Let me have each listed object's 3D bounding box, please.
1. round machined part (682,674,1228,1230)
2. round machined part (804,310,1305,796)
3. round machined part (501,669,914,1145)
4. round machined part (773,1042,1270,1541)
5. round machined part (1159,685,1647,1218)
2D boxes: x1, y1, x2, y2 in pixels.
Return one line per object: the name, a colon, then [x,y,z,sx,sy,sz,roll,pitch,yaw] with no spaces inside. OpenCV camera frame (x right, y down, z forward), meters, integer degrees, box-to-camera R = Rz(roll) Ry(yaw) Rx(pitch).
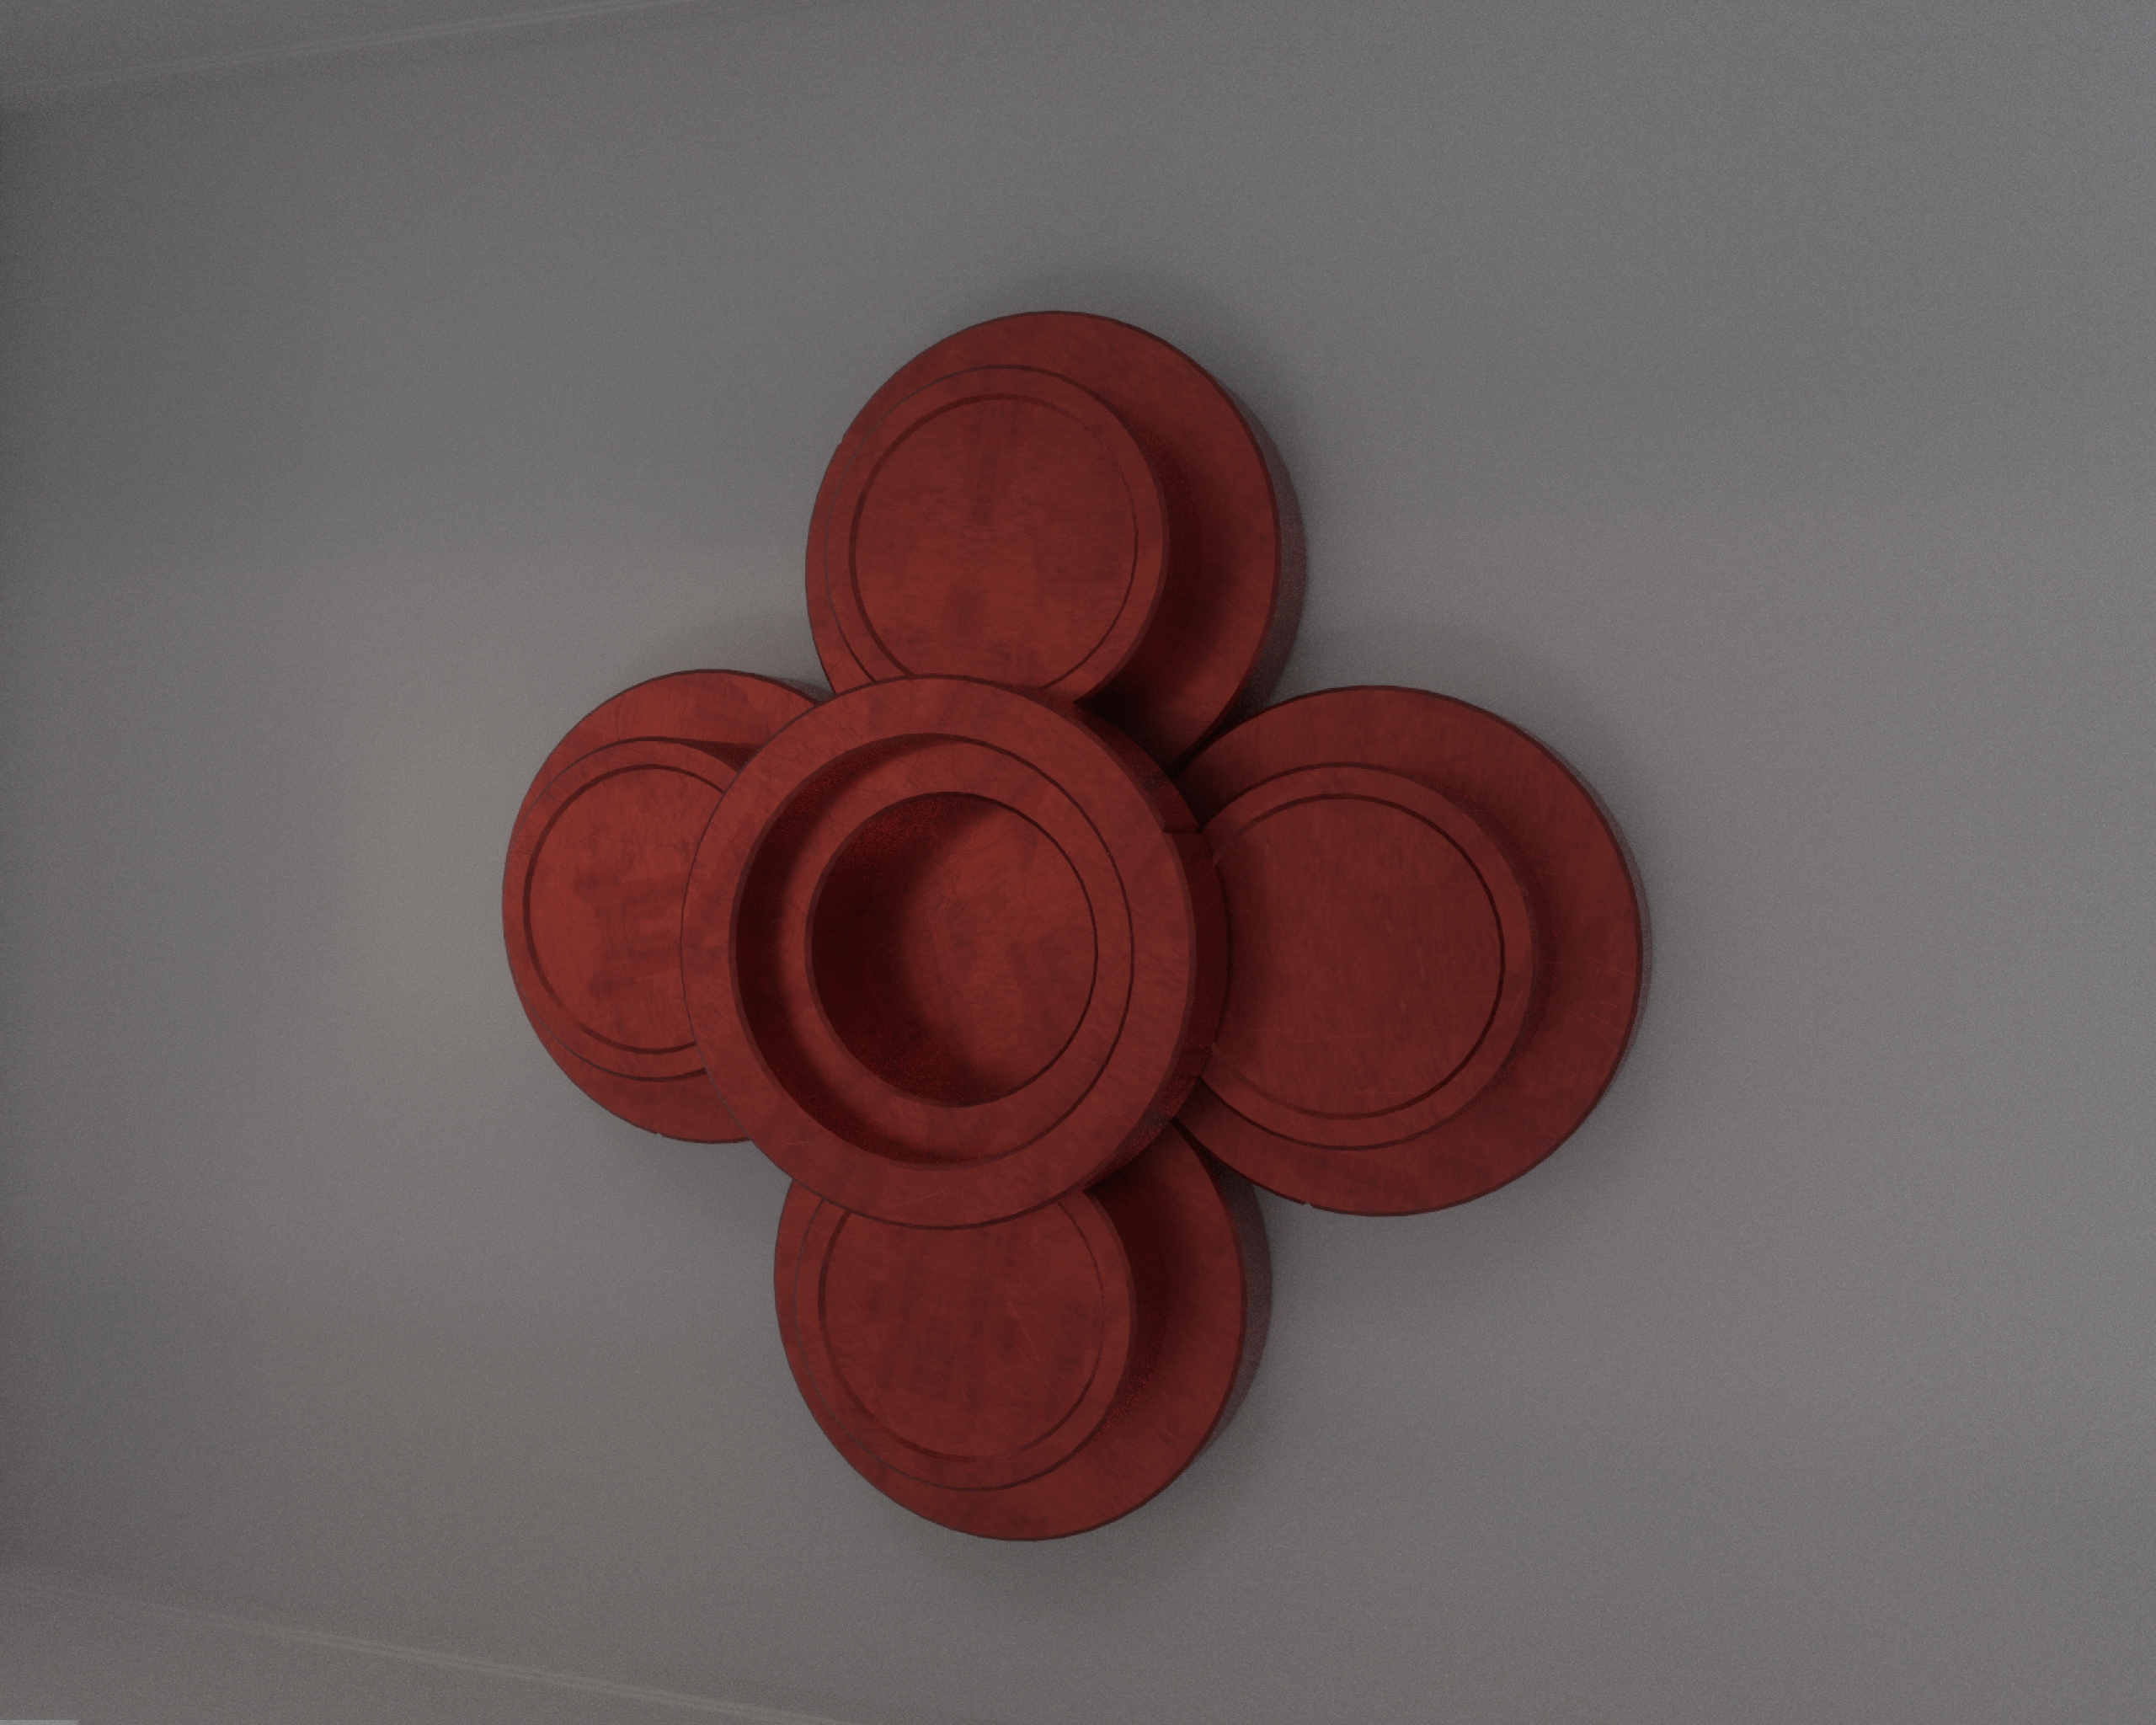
round machined part: [-0.019,0.015,0.384,0.098,0.042,0.097,0,90,20]
round machined part: [-0.009,-0.058,0.401,0.098,0.042,0.097,0,90,20]
round machined part: [-0.077,0.009,0.426,0.098,0.042,0.097,0,90,20]
round machined part: [-0.015,0.083,0.405,0.098,0.042,0.097,-1,88,18]
round machined part: [0.052,0.016,0.381,0.098,0.042,0.097,0,90,20]
